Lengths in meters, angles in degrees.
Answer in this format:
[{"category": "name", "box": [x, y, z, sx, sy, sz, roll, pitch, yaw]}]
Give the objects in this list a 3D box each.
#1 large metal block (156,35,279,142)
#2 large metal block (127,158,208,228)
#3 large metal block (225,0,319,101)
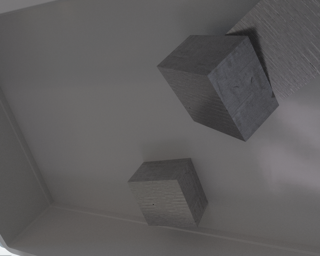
[{"category": "large metal block", "box": [0.055, -0.041, 0.301, 0.080, 0.050, 0.080, 52, 166, -32]}, {"category": "large metal block", "box": [0.013, 0.093, 0.443, 0.080, 0.050, 0.080, -9, 114, 32]}, {"category": "large metal block", "box": [0.119, -0.086, 0.277, 0.080, 0.050, 0.080, 46, 129, -4]}]
